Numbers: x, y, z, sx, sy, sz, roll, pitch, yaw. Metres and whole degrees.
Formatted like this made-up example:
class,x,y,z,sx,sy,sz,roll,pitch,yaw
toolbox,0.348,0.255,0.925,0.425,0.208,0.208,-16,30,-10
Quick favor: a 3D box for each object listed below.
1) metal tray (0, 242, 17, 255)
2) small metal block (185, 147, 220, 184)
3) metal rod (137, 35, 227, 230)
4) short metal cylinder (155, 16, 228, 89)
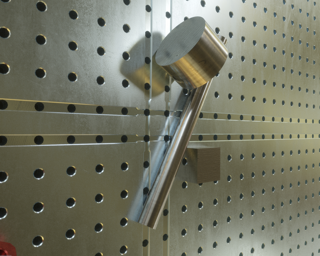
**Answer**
class,x,y,z,sx,sy,sz,roll,pitch,yaw
metal tray,-0.165,0.114,0.217,0.030,0.090,0.130,-51,132,5
small metal block,0.064,0.054,0.463,0.050,0.025,0.050,0,90,-40
metal rod,0.038,-0.007,0.440,0.025,0.025,0.300,36,68,-34
short metal cylinder,0.041,-0.098,0.407,0.050,0.080,0.080,39,66,-34
